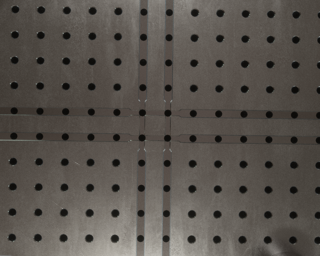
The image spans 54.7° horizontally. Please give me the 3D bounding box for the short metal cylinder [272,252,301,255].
[{"bbox_3d":[0.175,0.212,0.403,0.081,0.050,0.079,0,90,-1],"label":"short metal cylinder"}]
